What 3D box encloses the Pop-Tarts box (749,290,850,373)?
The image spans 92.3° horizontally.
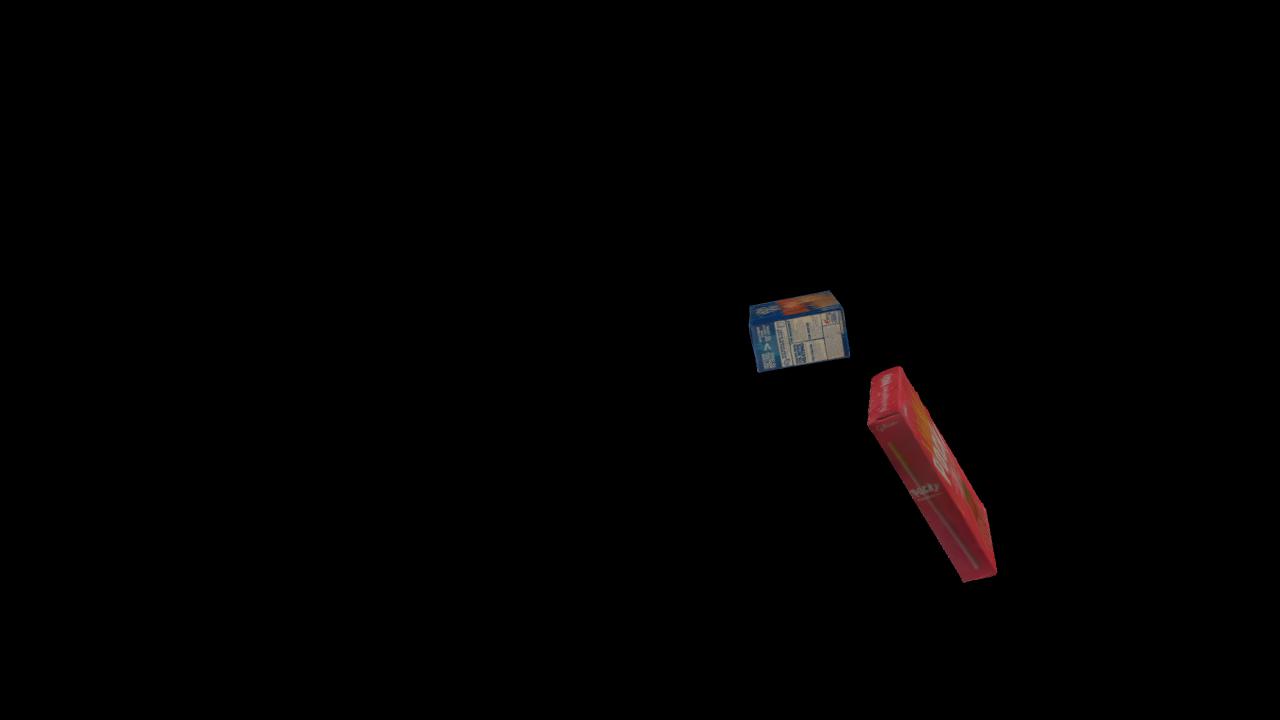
[{"bbox_3d":[0.253,-0.050,0.999,0.141,0.083,0.167,-11,13,13],"label":"Pop-Tarts box"}]

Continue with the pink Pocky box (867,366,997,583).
[{"bbox_3d":[0.231,0.087,0.487,0.029,0.155,0.084,-29,10,31],"label":"pink Pocky box"}]
